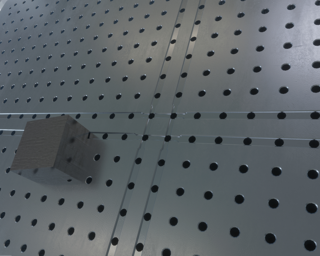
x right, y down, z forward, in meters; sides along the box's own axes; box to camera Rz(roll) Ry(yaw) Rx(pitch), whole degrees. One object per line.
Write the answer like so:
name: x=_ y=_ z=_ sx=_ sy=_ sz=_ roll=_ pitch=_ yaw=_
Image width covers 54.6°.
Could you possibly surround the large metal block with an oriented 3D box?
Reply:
large metal block: x=-0.161 y=0.032 z=0.458 sx=0.080 sy=0.050 sz=0.080 roll=-7 pitch=58 yaw=24
